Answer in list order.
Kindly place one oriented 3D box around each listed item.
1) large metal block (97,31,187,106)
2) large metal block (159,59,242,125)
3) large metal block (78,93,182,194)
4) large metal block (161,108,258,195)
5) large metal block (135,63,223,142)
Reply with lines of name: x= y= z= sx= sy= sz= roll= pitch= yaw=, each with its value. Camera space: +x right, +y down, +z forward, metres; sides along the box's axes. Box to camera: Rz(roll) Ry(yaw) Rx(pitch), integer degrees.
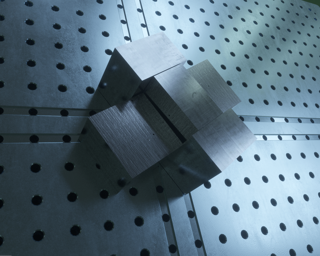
large metal block: x=-0.024 y=-0.069 z=0.401 sx=0.081 sy=0.080 sz=0.050 roll=-32 pitch=79 yaw=-38
large metal block: x=0.056 y=-0.042 z=0.446 sx=0.081 sy=0.050 sz=0.080 roll=-33 pitch=82 yaw=-38
large metal block: x=-0.034 y=0.016 z=0.365 sx=0.081 sy=0.050 sz=0.080 roll=-30 pitch=78 yaw=-38
large metal block: x=0.060 y=0.029 z=0.386 sx=0.081 sy=0.080 sz=0.050 roll=-32 pitch=80 yaw=-39
large metal block: x=0.018 y=-0.020 z=0.394 sx=0.050 sy=0.080 sz=0.080 roll=-33 pitch=80 yaw=-38
